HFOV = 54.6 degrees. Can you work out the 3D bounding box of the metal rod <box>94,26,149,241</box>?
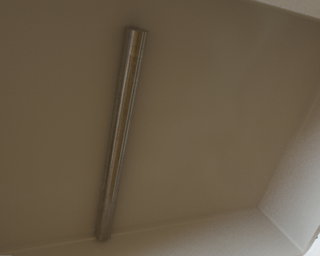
[{"bbox_3d":[-0.055,0.026,0.394,0.025,0.025,0.298,-2,119,-28],"label":"metal rod"}]
